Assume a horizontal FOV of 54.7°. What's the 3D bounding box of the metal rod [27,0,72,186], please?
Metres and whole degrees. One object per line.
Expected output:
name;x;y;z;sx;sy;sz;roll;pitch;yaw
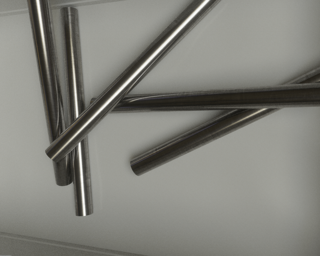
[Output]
metal rod;-0.139;-0.054;0.395;0.025;0.025;0.298;11;118;19

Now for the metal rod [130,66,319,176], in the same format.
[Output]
metal rod;0.094;-0.012;0.376;0.300;0.025;0.025;-27;81;17

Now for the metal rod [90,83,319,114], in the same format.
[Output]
metal rod;0.044;-0.033;0.377;0.301;0.025;0.025;0;90;26

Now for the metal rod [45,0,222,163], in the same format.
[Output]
metal rod;-0.035;-0.068;0.397;0.300;0.025;0.025;-44;76;5

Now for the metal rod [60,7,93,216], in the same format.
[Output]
metal rod;-0.121;-0.024;0.451;0.025;0.025;0.298;-5;88;19
